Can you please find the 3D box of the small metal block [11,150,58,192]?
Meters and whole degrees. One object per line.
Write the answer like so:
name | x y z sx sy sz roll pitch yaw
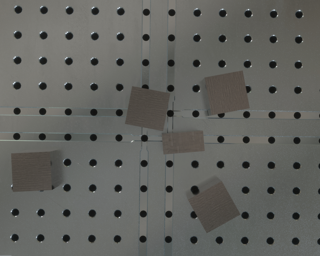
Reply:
small metal block | -0.166 0.056 0.412 0.050 0.025 0.050 -3 90 0

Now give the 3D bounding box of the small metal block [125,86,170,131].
small metal block | -0.016 -0.025 0.413 0.050 0.025 0.050 11 90 0

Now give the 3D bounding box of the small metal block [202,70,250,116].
small metal block | 0.087 -0.046 0.414 0.050 0.025 0.050 -11 90 0

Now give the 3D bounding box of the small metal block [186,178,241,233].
small metal block | 0.070 0.103 0.414 0.050 0.025 0.050 -29 90 0

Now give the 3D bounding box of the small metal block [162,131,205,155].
small metal block | 0.028 0.018 0.401 0.050 0.050 0.025 -5 90 0
